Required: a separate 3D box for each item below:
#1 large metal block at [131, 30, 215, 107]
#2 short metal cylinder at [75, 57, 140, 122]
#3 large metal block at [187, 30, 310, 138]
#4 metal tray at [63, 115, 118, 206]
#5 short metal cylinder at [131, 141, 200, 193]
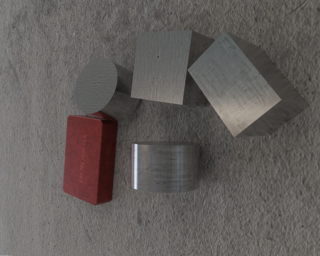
[{"bbox_3d":[0.015,-0.071,0.376,0.080,0.050,0.079,12,98,39],"label":"large metal block"},{"bbox_3d":[-0.074,-0.053,0.439,0.080,0.050,0.080,-9,73,32],"label":"short metal cylinder"},{"bbox_3d":[0.086,-0.039,0.298,0.050,0.081,0.080,-45,63,31],"label":"large metal block"},{"bbox_3d":[-0.113,0.048,0.495,0.090,0.030,0.129,8,95,39],"label":"metal tray"},{"bbox_3d":[0.006,0.043,0.364,0.080,0.081,0.050,1,91,40],"label":"short metal cylinder"}]
